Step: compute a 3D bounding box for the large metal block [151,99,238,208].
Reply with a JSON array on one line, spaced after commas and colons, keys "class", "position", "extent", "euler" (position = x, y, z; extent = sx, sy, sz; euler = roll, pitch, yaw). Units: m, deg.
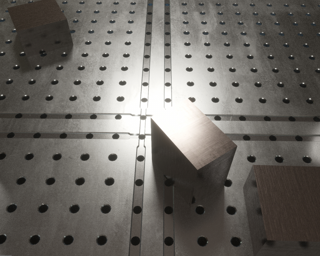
[{"class": "large metal block", "position": [0.033, 0.028, 0.349], "extent": [0.050, 0.080, 0.080], "euler": [-27, 56, -21]}]

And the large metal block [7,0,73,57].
[{"class": "large metal block", "position": [-0.207, -0.176, 0.536], "extent": [0.081, 0.050, 0.080], "euler": [-22, 54, -18]}]

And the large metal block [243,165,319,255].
[{"class": "large metal block", "position": [0.137, 0.086, 0.321], "extent": [0.081, 0.050, 0.080], "euler": [2, 50, 1]}]
